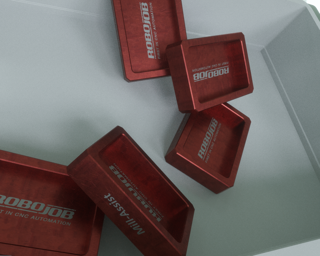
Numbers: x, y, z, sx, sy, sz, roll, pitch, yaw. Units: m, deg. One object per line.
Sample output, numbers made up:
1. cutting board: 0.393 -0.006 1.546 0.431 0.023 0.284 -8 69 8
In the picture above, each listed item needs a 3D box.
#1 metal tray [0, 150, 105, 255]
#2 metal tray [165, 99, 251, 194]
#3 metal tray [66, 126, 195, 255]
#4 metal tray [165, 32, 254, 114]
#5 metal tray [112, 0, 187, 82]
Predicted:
1. metal tray: -0.120 0.077 0.291 0.131 0.030 0.090 18 55 -19
2. metal tray: 0.072 0.014 0.434 0.090 0.030 0.130 33 51 -7
3. metal tray: -0.022 0.064 0.314 0.130 0.030 0.090 48 19 -4
4. metal tray: 0.073 -0.079 0.425 0.131 0.030 0.089 -20 102 -38
5. metal tray: -0.013 -0.133 0.421 0.091 0.030 0.129 -10 96 -10
